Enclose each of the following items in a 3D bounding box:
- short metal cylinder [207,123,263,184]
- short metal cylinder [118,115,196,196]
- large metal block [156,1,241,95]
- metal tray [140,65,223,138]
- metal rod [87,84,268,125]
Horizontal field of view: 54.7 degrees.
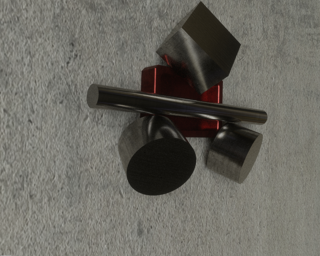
[{"bbox_3d":[0.113,0.036,0.463,0.080,0.050,0.079,-41,144,-39],"label":"short metal cylinder"},{"bbox_3d":[-0.005,0.032,0.362,0.081,0.050,0.079,-9,123,-15],"label":"short metal cylinder"},{"bbox_3d":[0.053,-0.105,0.406,0.080,0.050,0.080,42,47,-14],"label":"large metal block"},{"bbox_3d":[0.034,-0.032,0.431,0.131,0.030,0.089,2,89,-40],"label":"metal tray"},{"bbox_3d":[0.048,-0.025,0.407,0.302,0.025,0.025,4,88,-40],"label":"metal rod"}]
